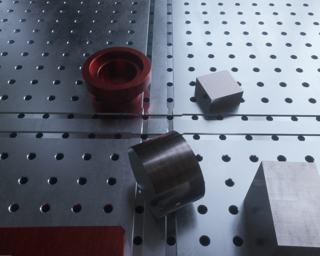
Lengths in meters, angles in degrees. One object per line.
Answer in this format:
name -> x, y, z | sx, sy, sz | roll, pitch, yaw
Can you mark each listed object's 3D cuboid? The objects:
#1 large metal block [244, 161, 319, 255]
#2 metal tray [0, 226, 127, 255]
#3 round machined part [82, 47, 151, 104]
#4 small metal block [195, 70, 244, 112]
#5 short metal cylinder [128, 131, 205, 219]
large metal block -> 0.120, 0.088, 0.299 | 0.050, 0.080, 0.080 | 2, 50, 2
metal tray -> -0.099, 0.140, 0.286 | 0.131, 0.030, 0.090 | 0, 50, -1
round machined part -> -0.062, -0.074, 0.458 | 0.099, 0.042, 0.098 | 0, 50, 0
small metal block -> 0.086, -0.055, 0.455 | 0.050, 0.025, 0.050 | -16, 52, -13
short metal cylinder -> 0.005, 0.049, 0.331 | 0.050, 0.080, 0.080 | -21, 53, -17
